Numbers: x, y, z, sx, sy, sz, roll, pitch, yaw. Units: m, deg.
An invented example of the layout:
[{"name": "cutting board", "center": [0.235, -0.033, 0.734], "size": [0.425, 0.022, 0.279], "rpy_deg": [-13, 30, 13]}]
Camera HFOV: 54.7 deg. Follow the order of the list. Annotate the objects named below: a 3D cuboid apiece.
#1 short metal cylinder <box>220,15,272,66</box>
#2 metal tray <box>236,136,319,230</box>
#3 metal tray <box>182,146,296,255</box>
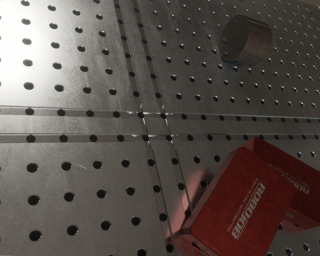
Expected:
[{"name": "short metal cylinder", "center": [0.151, -0.154, 0.551], "size": [0.050, 0.080, 0.080], "rpy_deg": [7, 59, -25]}, {"name": "metal tray", "center": [0.178, 0.080, 0.455], "size": [0.131, 0.030, 0.090], "rpy_deg": [28, 52, -11]}, {"name": "metal tray", "center": [0.099, 0.099, 0.377], "size": [0.090, 0.030, 0.130], "rpy_deg": [38, 65, 0]}]
